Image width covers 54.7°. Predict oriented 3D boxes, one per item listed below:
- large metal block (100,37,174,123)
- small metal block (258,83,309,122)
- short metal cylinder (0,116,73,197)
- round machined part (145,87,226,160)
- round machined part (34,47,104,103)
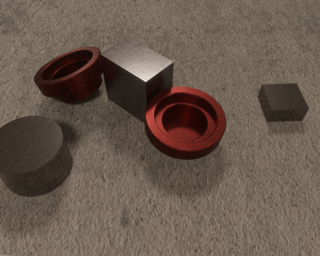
[{"bbox_3d":[-0.030,-0.063,0.420,0.080,0.080,0.050,34,58,25],"label":"large metal block"},{"bbox_3d":[0.172,-0.036,0.436,0.050,0.025,0.050,-2,50,-2],"label":"small metal block"},{"bbox_3d":[-0.148,0.032,0.358,0.081,0.050,0.080,0,50,0],"label":"short metal cylinder"},{"bbox_3d":[0.030,-0.002,0.390,0.099,0.042,0.098,3,55,-4],"label":"round machined part"},{"bbox_3d":[-0.121,-0.072,0.437,0.098,0.042,0.098,-14,38,11],"label":"round machined part"}]
